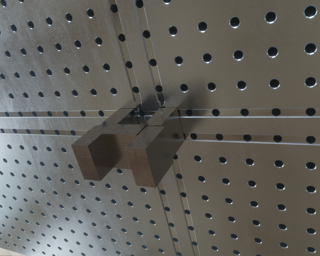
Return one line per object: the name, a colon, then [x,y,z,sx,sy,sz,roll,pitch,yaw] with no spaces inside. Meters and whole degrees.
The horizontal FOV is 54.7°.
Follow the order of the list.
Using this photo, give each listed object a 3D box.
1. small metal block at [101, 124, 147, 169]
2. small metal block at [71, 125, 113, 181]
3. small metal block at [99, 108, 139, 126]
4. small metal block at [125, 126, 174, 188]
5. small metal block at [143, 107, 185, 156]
small metal block: [-0.038,0.023,0.380,0.050,0.025,0.050,1,119,27]
small metal block: [-0.077,0.030,0.387,0.025,0.050,0.050,1,118,28]
small metal block: [-0.052,0.007,0.424,0.025,0.050,0.050,1,119,27]
small metal block: [-0.010,0.031,0.352,0.025,0.050,0.050,1,118,28]
small metal block: [0.006,0.007,0.394,0.025,0.050,0.050,-1,118,28]
